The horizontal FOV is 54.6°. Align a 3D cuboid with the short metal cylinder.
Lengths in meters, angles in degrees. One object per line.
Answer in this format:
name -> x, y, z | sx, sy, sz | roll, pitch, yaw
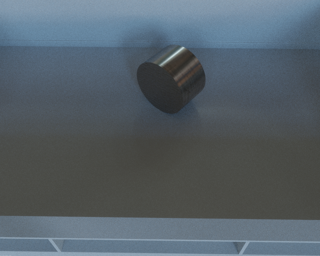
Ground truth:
short metal cylinder -> 0.015, -0.066, 0.425 | 0.080, 0.080, 0.050 | 33, 58, 24
